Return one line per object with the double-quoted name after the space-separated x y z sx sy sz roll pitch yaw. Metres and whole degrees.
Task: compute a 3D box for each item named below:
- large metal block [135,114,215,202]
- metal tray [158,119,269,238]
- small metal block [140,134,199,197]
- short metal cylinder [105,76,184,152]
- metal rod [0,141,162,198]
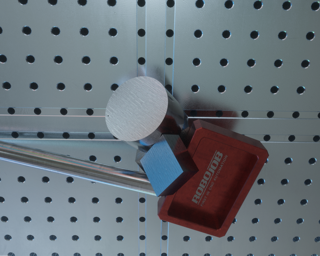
0.025 0.042 0.414 0.080 0.050 0.080 -34 107 11 "large metal block"
0.061 0.064 0.379 0.091 0.030 0.129 19 109 -7 "metal tray"
0.009 0.042 0.352 0.025 0.050 0.050 4 137 -43 "small metal block"
-0.018 -0.015 0.372 0.080 0.080 0.050 -33 150 11 "short metal cylinder"
-0.142 0.043 0.396 0.302 0.025 0.025 12 110 7 "metal rod"
